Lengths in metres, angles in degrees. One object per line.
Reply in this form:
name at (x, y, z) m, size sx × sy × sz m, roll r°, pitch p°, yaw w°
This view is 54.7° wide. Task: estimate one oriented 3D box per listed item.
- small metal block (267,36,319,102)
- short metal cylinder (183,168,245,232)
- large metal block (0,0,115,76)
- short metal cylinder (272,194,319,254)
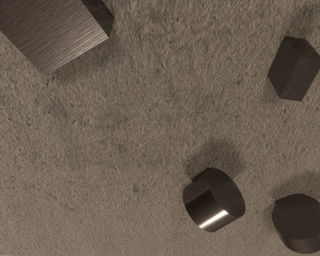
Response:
small metal block at (0.145, -0.065, 0.338) m, size 0.025 × 0.050 × 0.050 m, roll 7°, pitch 130°, yaw -6°
short metal cylinder at (0.081, 0.107, 0.464) m, size 0.080 × 0.080 × 0.050 m, roll 32°, pitch 123°, yaw -25°
large metal block at (-0.102, -0.110, 0.296) m, size 0.080 × 0.050 × 0.080 m, roll -25°, pitch 126°, yaw 19°
short metal cylinder at (0.231, 0.157, 0.508) m, size 0.080 × 0.080 × 0.050 m, roll -21°, pitch 127°, yaw 16°
